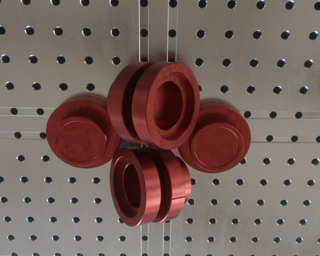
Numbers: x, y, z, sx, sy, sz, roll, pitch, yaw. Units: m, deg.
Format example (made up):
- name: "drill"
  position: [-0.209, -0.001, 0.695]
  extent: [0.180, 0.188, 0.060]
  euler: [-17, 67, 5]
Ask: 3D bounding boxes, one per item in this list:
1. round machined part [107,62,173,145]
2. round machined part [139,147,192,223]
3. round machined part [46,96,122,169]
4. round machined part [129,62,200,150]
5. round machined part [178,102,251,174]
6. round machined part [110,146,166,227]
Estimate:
- name: "round machined part"
  position: [-0.025, -0.031, 0.375]
  extent: [0.042, 0.099, 0.097]
  euler: [11, 116, 39]
- name: "round machined part"
  position: [0.005, 0.072, 0.411]
  extent: [0.042, 0.098, 0.097]
  euler: [-3, 114, -33]
- name: "round machined part"
  position: [-0.101, 0.011, 0.407]
  extent: [0.099, 0.042, 0.097]
  euler: [0, 110, 0]
- name: "round machined part"
  position: [0.002, -0.027, 0.357]
  extent: [0.042, 0.099, 0.097]
  euler: [11, 116, 39]
- name: "round machined part"
  position: [0.072, 0.018, 0.411]
  extent: [0.099, 0.042, 0.097]
  euler: [0, 110, 0]
- name: "round machined part"
  position: [-0.025, 0.072, 0.396]
  extent: [0.042, 0.098, 0.097]
  euler: [-3, 114, -33]
